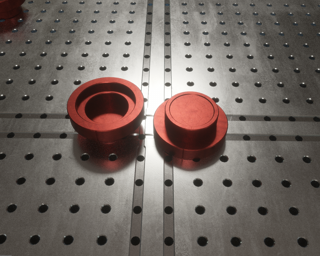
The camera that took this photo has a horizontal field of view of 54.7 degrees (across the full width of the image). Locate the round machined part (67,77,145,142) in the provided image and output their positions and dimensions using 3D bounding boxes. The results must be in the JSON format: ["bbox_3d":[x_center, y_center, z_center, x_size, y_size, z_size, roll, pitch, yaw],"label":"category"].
[{"bbox_3d":[-0.069,-0.020,0.413,0.099,0.042,0.098,0,50,0],"label":"round machined part"}]

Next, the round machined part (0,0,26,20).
[{"bbox_3d":[-0.310,-0.246,0.599,0.099,0.042,0.098,0,50,0],"label":"round machined part"}]

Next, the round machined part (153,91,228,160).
[{"bbox_3d":[0.040,-0.010,0.406,0.099,0.042,0.098,0,50,0],"label":"round machined part"}]
